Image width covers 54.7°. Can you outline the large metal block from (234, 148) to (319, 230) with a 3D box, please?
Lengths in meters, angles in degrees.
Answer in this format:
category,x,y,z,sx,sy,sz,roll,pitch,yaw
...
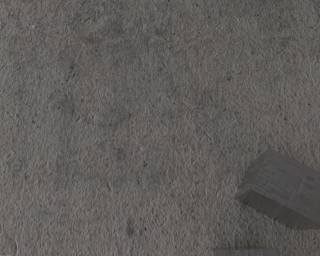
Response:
category,x,y,z,sx,sy,sz,roll,pitch,yaw
large metal block,0.140,0.073,0.353,0.080,0.080,0.050,27,72,9

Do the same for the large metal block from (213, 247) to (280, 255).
category,x,y,z,sx,sy,sz,roll,pitch,yaw
large metal block,0.090,0.166,0.319,0.050,0.080,0.080,-2,70,-1
